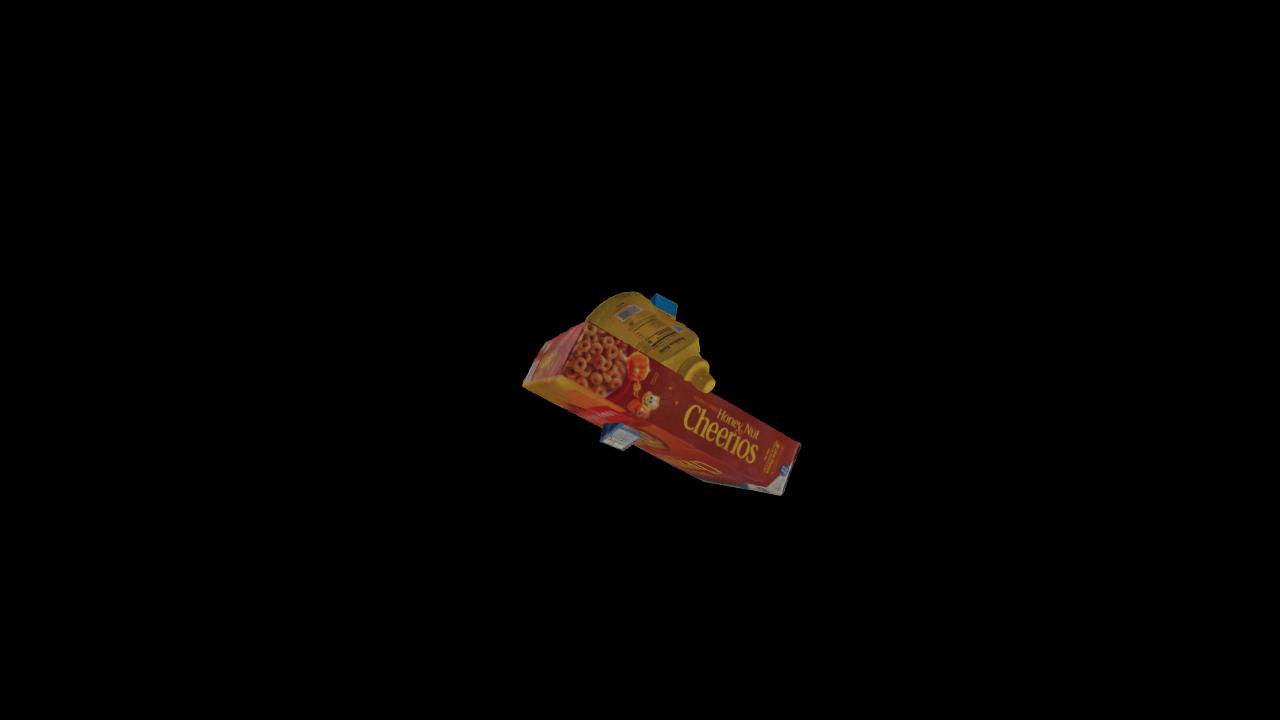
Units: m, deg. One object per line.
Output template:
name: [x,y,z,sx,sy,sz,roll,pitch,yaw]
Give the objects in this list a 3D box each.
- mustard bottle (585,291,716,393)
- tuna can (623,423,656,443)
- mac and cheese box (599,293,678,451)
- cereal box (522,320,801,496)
mustard bottle: [0.021,-0.015,0.732,0.092,0.054,0.184,-27,47,-30]
tuna can: [0.018,0.053,0.725,0.034,0.084,0.084,-14,9,-39]
mac and cheese box: [0.000,0.013,0.765,0.041,0.184,0.093,25,-40,-18]
cereal box: [0.019,0.068,0.769,0.306,0.081,0.203,31,-15,-17]
